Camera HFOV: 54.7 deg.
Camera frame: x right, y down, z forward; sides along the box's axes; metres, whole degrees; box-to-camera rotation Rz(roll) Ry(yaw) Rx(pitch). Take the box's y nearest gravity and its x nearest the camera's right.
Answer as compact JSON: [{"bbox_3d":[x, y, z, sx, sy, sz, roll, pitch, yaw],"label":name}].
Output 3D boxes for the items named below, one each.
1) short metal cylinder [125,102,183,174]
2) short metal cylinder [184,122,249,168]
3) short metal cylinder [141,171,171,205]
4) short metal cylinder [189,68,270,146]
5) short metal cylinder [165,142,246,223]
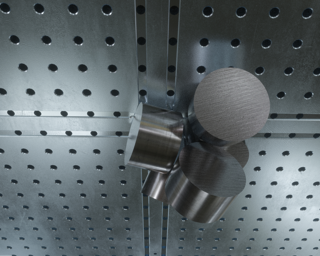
[{"bbox_3d":[-0.009,0.013,0.386,0.050,0.080,0.079,15,129,-12],"label":"short metal cylinder"},{"bbox_3d":[0.073,0.023,0.414,0.081,0.050,0.079,0,129,0],"label":"short metal cylinder"},{"bbox_3d":[0.019,0.083,0.439,0.080,0.050,0.080,22,168,5],"label":"short metal cylinder"},{"bbox_3d":[0.075,-0.021,0.349,0.081,0.080,0.050,2,170,-2],"label":"short metal cylinder"},{"bbox_3d":[0.052,0.062,0.362,0.081,0.080,0.050,13,129,-11],"label":"short metal cylinder"}]
